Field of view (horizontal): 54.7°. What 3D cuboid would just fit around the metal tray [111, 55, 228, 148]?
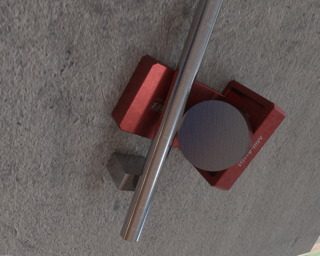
[{"bbox_3d":[0.016,-0.026,0.398,0.131,0.030,0.090,20,108,-36],"label":"metal tray"}]

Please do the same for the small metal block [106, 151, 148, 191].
[{"bbox_3d":[-0.037,0.058,0.409,0.050,0.050,0.025,13,112,-34],"label":"small metal block"}]

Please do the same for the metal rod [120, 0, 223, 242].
[{"bbox_3d":[0.009,-0.001,0.363,0.025,0.025,0.298,11,104,-34],"label":"metal rod"}]

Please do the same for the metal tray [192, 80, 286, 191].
[{"bbox_3d":[0.095,0.008,0.425,0.030,0.090,0.129,26,104,-37],"label":"metal tray"}]

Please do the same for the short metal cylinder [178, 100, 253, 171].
[{"bbox_3d":[0.067,0.009,0.369,0.080,0.080,0.050,-56,161,11],"label":"short metal cylinder"}]
